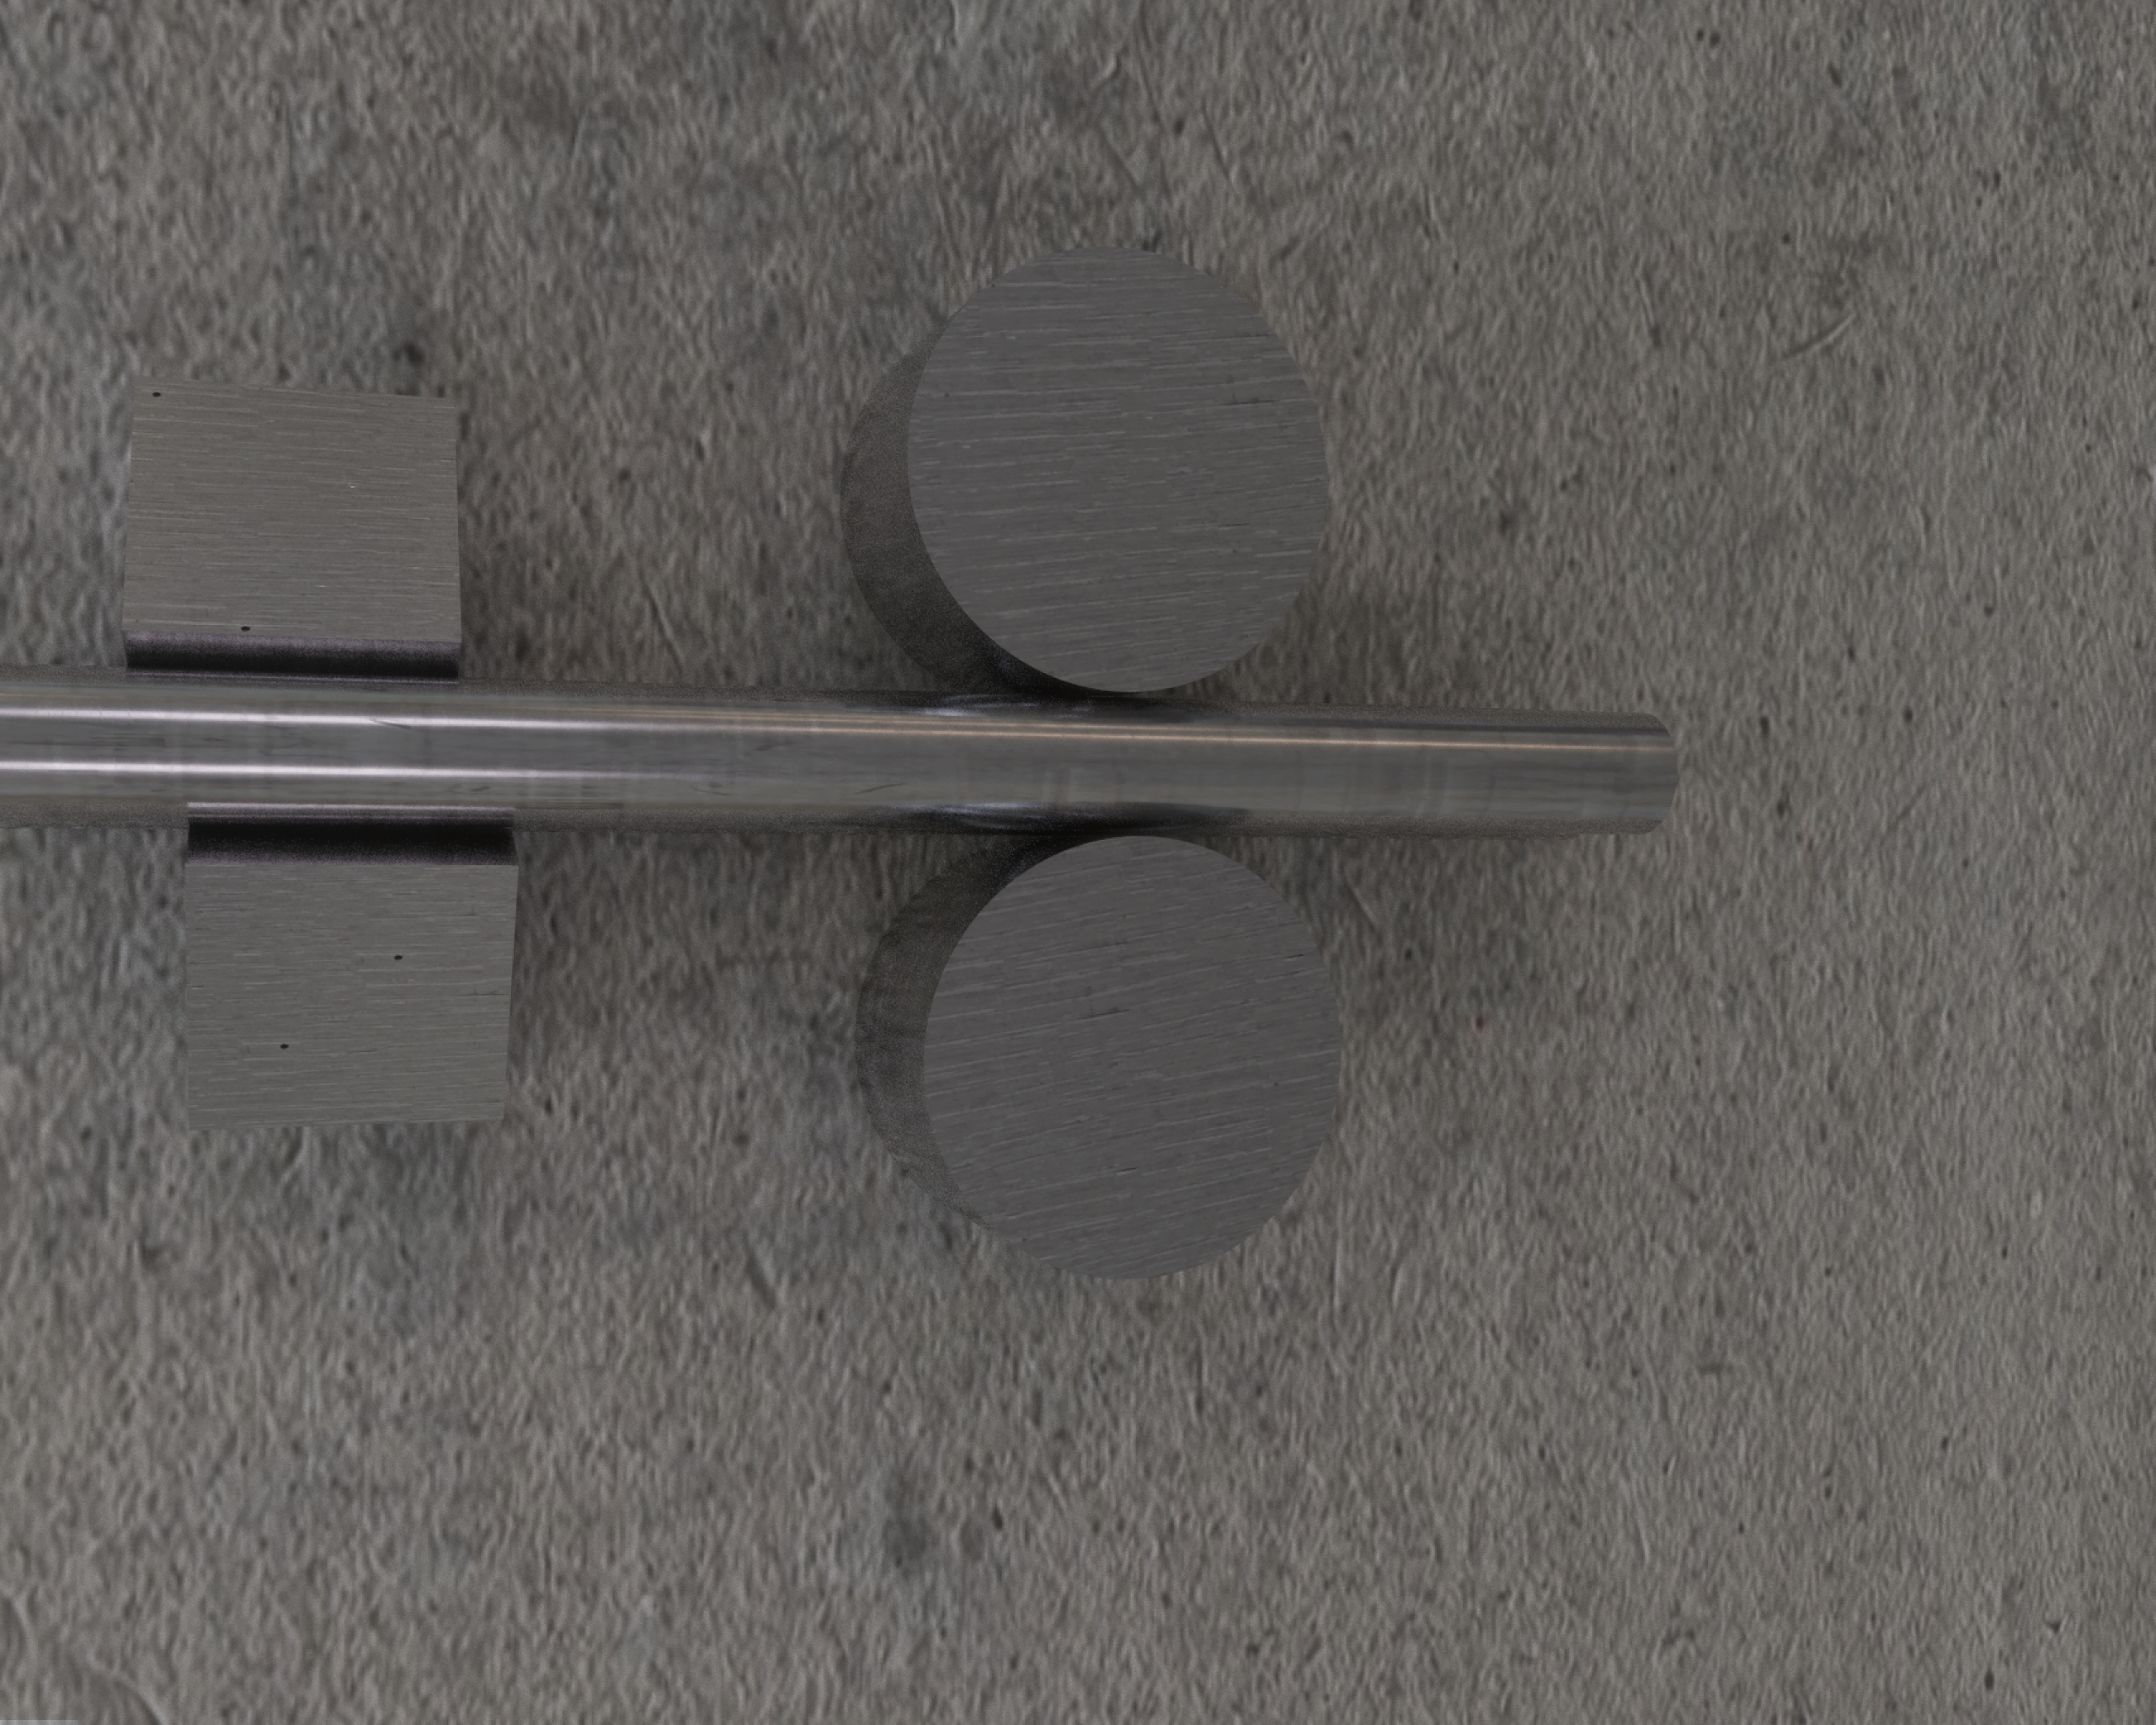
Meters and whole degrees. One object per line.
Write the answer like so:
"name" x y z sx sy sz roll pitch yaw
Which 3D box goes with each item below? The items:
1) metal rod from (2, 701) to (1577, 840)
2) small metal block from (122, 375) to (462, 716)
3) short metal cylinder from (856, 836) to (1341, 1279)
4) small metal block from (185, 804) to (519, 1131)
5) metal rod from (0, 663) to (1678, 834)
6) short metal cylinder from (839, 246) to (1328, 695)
"metal rod" -0.037 -0.018 0.397 0.303 0.025 0.025 0 90 -20
"small metal block" -0.131 -0.052 0.352 0.050 0.025 0.050 0 63 -20
"short metal cylinder" 0.003 0.035 0.398 0.081 0.050 0.079 0 90 -20
"small metal block" -0.123 0.017 0.354 0.050 0.025 0.050 0 117 -21
"metal rod" -0.027 -0.018 0.374 0.303 0.025 0.025 0 90 -20
"short metal cylinder" 0.000 -0.070 0.397 0.081 0.050 0.079 0 90 -20
